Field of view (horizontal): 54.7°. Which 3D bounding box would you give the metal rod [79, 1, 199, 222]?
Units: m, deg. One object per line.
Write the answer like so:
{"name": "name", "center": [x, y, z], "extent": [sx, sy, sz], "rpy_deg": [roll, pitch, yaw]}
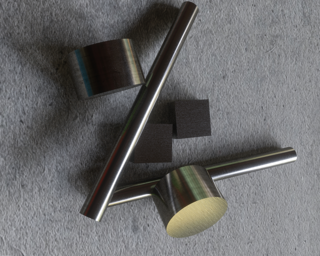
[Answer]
{"name": "metal rod", "center": [-0.017, -0.034, 0.380], "extent": [0.025, 0.025, 0.300], "rpy_deg": [30, 72, -18]}

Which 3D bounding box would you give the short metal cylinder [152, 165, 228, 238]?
{"name": "short metal cylinder", "center": [0.036, 0.092, 0.388], "extent": [0.081, 0.050, 0.079], "rpy_deg": [-15, 135, -15]}

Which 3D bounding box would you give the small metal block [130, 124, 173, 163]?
{"name": "small metal block", "center": [-0.012, 0.019, 0.405], "extent": [0.050, 0.025, 0.050], "rpy_deg": [1, 90, -20]}

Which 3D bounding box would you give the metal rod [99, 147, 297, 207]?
{"name": "metal rod", "center": [0.064, 0.065, 0.432], "extent": [0.302, 0.025, 0.025], "rpy_deg": [-9, 93, -20]}

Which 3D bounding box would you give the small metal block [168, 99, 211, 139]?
{"name": "small metal block", "center": [0.040, -0.012, 0.424], "extent": [0.050, 0.025, 0.050], "rpy_deg": [-5, 92, -20]}

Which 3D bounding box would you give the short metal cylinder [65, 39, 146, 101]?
{"name": "short metal cylinder", "center": [-0.062, -0.066, 0.357], "extent": [0.081, 0.080, 0.050], "rpy_deg": [-17, 96, -19]}
